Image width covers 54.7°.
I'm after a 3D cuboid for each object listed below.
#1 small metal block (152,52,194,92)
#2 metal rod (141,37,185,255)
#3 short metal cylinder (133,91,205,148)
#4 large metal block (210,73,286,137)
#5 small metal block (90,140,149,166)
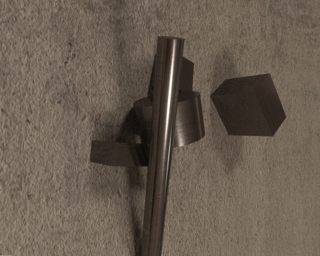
[{"bbox_3d":[0.018,-0.071,0.417,0.050,0.025,0.050,21,67,-39],"label":"small metal block"},{"bbox_3d":[-0.002,0.054,0.343,0.025,0.025,0.298,-14,118,-40],"label":"metal rod"},{"bbox_3d":[0.012,-0.012,0.378,0.081,0.080,0.050,-22,109,-38],"label":"short metal cylinder"},{"bbox_3d":[0.139,-0.034,0.488,0.050,0.080,0.080,-45,117,-31],"label":"large metal block"},{"bbox_3d":[-0.044,0.029,0.353,0.050,0.050,0.025,6,87,-40],"label":"small metal block"}]
